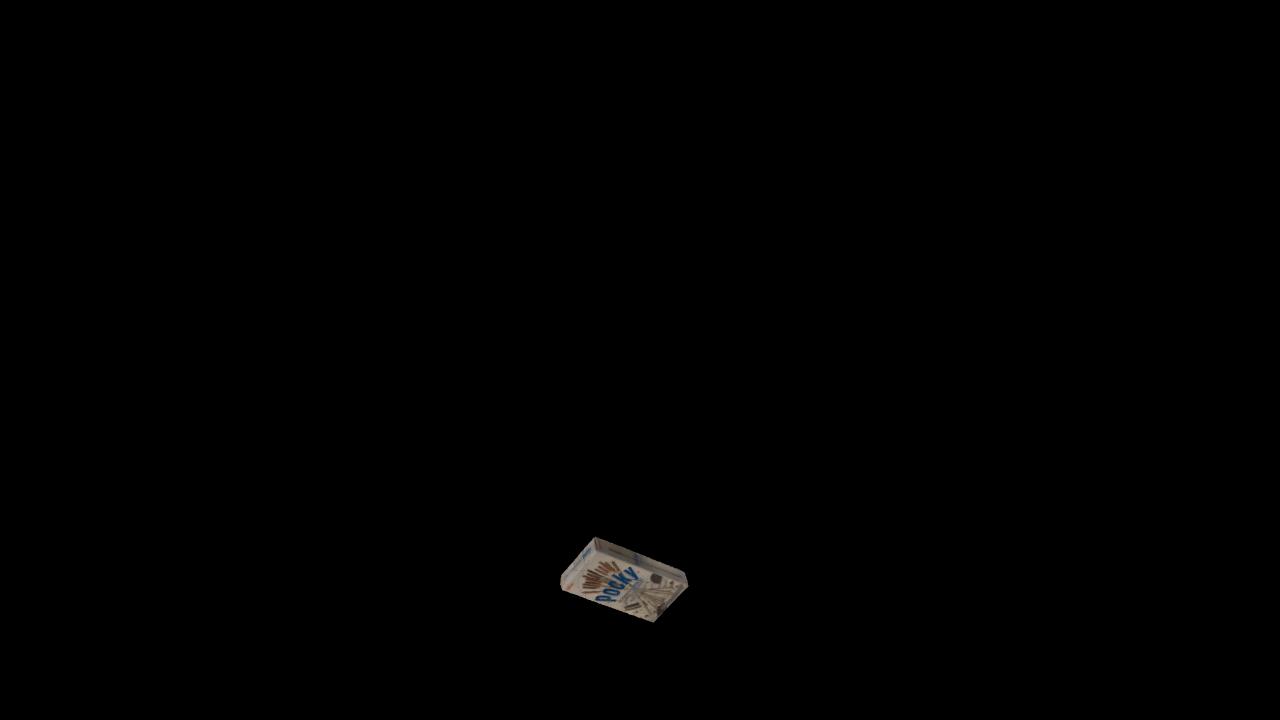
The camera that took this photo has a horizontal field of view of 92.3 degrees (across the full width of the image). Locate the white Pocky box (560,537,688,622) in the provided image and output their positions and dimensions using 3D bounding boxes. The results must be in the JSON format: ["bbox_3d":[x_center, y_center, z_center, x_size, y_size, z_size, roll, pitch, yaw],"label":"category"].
[{"bbox_3d":[-0.019,0.295,0.822,0.154,0.084,0.028,29,21,-24],"label":"white Pocky box"}]
